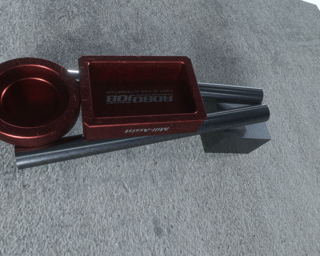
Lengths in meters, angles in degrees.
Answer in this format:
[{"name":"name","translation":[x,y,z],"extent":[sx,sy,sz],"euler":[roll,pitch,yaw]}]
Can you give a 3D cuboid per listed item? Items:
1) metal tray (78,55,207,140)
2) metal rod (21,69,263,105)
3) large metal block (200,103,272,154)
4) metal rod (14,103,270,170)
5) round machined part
[{"name":"metal tray","translation":[-0.022,-0.037,0.348],"extent":[0.131,0.030,0.090],"euler":[-3,63,-16]},{"name":"metal rod","translation":[-0.013,-0.051,0.389],"extent":[0.302,0.025,0.025],"euler":[3,60,-12]},{"name":"large metal block","translation":[0.103,-0.010,0.451],"extent":[0.081,0.050,0.080],"euler":[4,60,-27]},{"name":"metal rod","translation":[-0.003,0.005,0.361],"extent":[0.303,0.025,0.025],"euler":[-10,67,-19]},{"name":"round machined part","translation":[-0.136,-0.024,0.329],"extent":[0.099,0.042,0.098],"euler":[7,60,-13]}]
